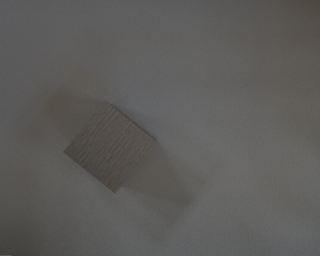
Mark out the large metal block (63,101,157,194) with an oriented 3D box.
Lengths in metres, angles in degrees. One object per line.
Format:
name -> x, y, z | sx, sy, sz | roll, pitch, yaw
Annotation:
large metal block -> -0.060, 0.023, 0.399 | 0.080, 0.050, 0.080 | 39, 90, 0
